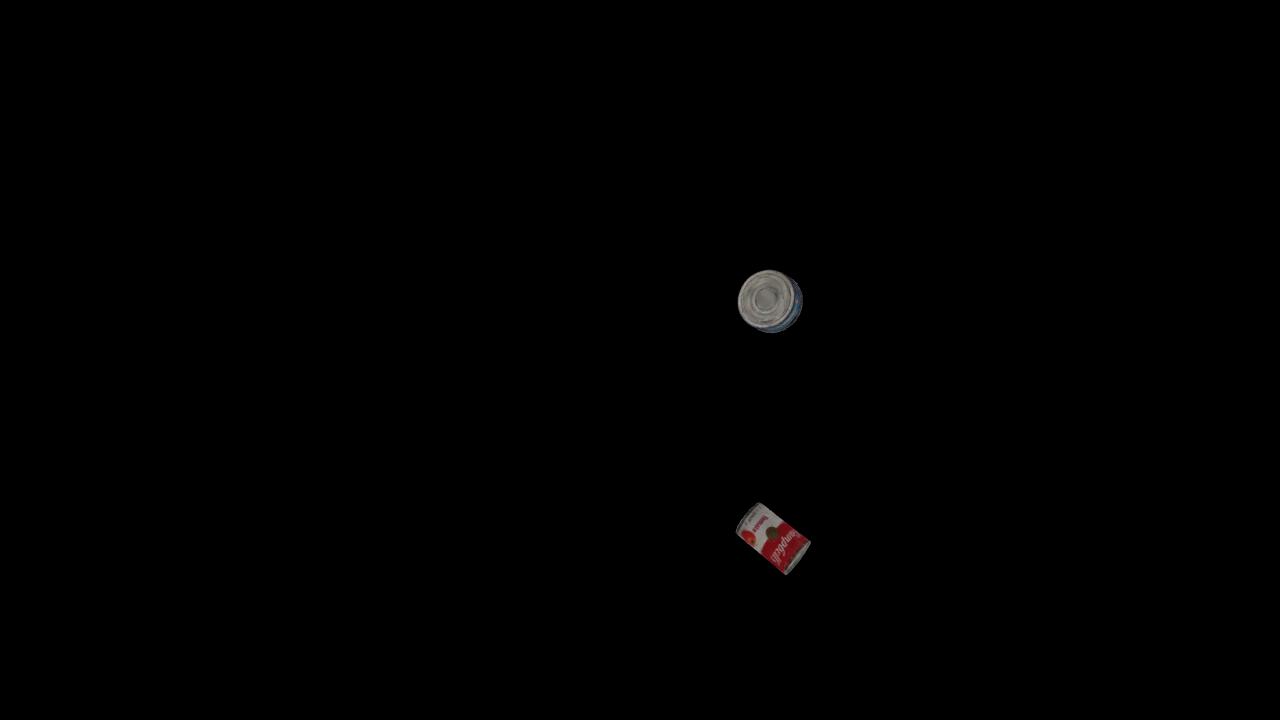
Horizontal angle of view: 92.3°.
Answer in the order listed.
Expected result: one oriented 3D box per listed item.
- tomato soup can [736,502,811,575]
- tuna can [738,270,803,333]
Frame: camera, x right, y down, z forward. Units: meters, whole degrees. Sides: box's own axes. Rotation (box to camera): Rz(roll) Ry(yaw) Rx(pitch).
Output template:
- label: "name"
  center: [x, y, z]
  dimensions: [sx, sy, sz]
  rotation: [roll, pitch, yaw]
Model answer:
- label: "tomato soup can"
  center: [0.214, 0.286, 0.994]
  dimensions: [0.101, 0.068, 0.068]
  rotation: [36, 20, 29]
- label: "tuna can"
  center: [0.177, -0.081, 0.843]
  dimensions: [0.084, 0.084, 0.034]
  rotation: [0, -7, 31]
